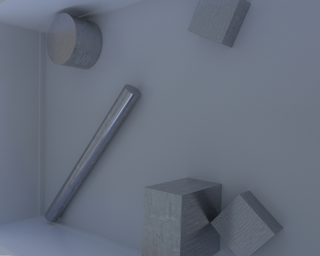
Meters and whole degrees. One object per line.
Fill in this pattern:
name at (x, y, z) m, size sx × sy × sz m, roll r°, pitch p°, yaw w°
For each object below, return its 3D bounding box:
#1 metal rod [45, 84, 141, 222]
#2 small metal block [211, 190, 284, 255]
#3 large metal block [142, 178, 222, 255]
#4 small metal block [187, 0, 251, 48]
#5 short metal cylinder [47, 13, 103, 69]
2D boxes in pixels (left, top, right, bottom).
metal rod at (-0.118, 0.054, 0.501) m, size 0.025 × 0.025 × 0.298 m, roll 51°, pitch 120°, yaw 27°
small metal block at (0.092, 0.104, 0.330) m, size 0.050 × 0.025 × 0.050 m, roll 50°, pitch 119°, yaw 28°
large metal block at (0.026, 0.104, 0.348) m, size 0.050 × 0.081 × 0.079 m, roll 3°, pitch 92°, yaw 40°
small metal block at (0.066, -0.125, 0.351) m, size 0.050 × 0.025 × 0.050 m, roll 33°, pitch 110°, yaw 34°
short metal cylinder at (-0.139, -0.139, 0.502) m, size 0.080 × 0.050 × 0.079 m, roll 0°, pitch 90°, yaw 39°
